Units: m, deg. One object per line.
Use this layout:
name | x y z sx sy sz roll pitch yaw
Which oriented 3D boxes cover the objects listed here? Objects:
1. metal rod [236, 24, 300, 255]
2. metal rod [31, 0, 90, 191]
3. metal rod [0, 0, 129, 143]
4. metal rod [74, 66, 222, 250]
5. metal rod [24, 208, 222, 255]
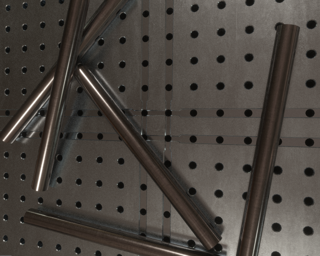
metal rod | 0.125 0.030 0.368 0.025 0.025 0.298 10 93 19
metal rod | -0.143 -0.048 0.443 0.025 0.025 0.298 21 104 18
metal rod | -0.146 -0.089 0.462 0.299 0.025 0.025 -46 76 13
metal rod | -0.024 0.031 0.420 0.025 0.025 0.300 -42 77 15
metal rod | -0.062 0.155 0.433 0.301 0.025 0.025 7 93 19
